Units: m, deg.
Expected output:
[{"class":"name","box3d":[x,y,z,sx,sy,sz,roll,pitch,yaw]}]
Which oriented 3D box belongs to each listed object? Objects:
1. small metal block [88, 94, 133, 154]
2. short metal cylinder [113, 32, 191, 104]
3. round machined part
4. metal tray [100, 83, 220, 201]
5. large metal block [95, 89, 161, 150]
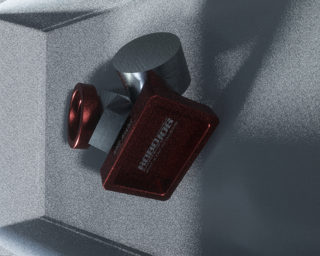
[{"class":"small metal block","box3d":[-0.055,-0.006,0.365,0.025,0.050,0.050,28,113,-4]},{"class":"short metal cylinder","box3d":[-0.008,-0.070,0.366,0.080,0.080,0.050,21,147,38]},{"class":"round machined part","box3d":[-0.107,-0.016,0.464,0.098,0.042,0.098,-19,68,60]},{"class":"metal tray","box3d":[-0.003,0.023,0.361,0.129,0.091,0.030,-60,29,22]},{"class":"large metal block","box3d":[-0.041,-0.004,0.420,0.080,0.050,0.079,19,102,38]}]
